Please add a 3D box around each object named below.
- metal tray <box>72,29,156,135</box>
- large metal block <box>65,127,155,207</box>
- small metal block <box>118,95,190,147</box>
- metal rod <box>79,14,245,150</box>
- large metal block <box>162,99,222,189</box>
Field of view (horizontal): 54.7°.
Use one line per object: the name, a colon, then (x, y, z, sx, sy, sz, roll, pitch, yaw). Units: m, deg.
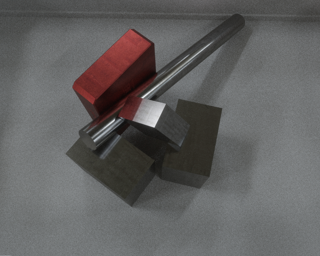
metal tray: (-0.045, -0.044, 0.367, 0.030, 0.130, 0.090, 38, 75, 13)
large metal block: (-0.053, 0.044, 0.364, 0.080, 0.080, 0.050, 35, 74, 11)
small metal block: (-0.005, -0.007, 0.319, 0.050, 0.050, 0.025, 17, 77, 39)
metal rod: (0.022, -0.074, 0.388, 0.025, 0.025, 0.302, 40, 57, 13)
large metal block: (0.036, 0.022, 0.372, 0.050, 0.080, 0.080, 13, 71, 4)
